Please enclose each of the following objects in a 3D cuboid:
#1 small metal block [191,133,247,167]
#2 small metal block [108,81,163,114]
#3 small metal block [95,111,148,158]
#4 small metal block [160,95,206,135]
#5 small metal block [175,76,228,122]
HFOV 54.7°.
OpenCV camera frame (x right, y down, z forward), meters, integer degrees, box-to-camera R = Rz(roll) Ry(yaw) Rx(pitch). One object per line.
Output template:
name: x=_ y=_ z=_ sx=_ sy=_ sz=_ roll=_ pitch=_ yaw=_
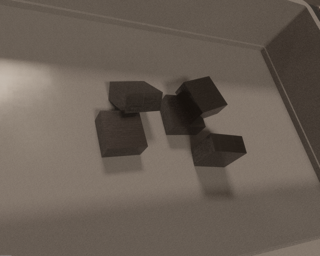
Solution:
small metal block: x=0.078 y=0.031 z=0.414 sx=0.050 sy=0.050 sz=0.025 roll=6 pitch=59 yaw=-26
small metal block: x=-0.032 y=-0.041 z=0.398 sx=0.050 sy=0.025 sz=0.050 roll=-6 pitch=27 yaw=-31
small metal block: x=-0.048 y=0.007 z=0.377 sx=0.050 sy=0.025 sz=0.050 roll=-2 pitch=63 yaw=-29
small metal block: x=0.030 y=-0.018 z=0.435 sx=0.050 sy=0.025 sz=0.050 roll=1 pitch=62 yaw=-28
small metal block: x=0.058 y=-0.041 z=0.432 sx=0.050 sy=0.025 sz=0.050 roll=-19 pitch=72 yaw=-36
